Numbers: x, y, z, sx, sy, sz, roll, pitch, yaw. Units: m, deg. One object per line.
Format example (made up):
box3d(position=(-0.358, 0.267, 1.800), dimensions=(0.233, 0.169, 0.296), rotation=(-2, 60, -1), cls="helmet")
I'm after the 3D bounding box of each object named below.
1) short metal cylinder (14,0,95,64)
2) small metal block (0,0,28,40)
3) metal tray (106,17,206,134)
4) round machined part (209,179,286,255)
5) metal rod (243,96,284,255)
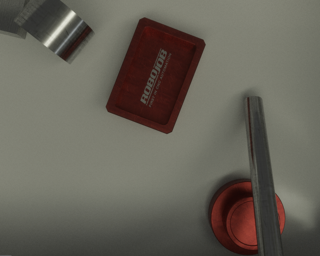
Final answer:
box3d(position=(-0.128, -0.124, 0.382), dimensions=(0.080, 0.080, 0.050), rotation=(39, 90, -1), cls="short metal cylinder")
box3d(position=(-0.202, -0.150, 0.409), dimensions=(0.050, 0.025, 0.050), rotation=(14, 90, -1), cls="small metal block")
box3d(position=(-0.005, -0.067, 0.408), dimensions=(0.090, 0.030, 0.129), rotation=(21, 90, -1), cls="metal tray")
box3d(position=(0.116, 0.118, 0.405), dimensions=(0.099, 0.042, 0.097), rotation=(0, 90, -1), cls="round machined part")
box3d(position=(0.117, 0.094, 0.342), dimensions=(0.025, 0.025, 0.299), rotation=(4, 61, 0), cls="metal rod")
